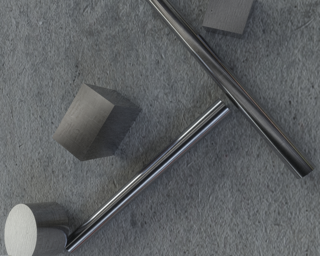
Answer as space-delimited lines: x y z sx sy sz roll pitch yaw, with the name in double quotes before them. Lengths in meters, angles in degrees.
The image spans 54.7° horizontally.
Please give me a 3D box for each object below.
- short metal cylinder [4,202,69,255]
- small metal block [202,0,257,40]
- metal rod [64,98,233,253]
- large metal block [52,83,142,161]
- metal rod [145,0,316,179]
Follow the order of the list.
"short metal cylinder" -0.177 0.148 0.444 0.080 0.050 0.080 -7 78 35
"small metal block" 0.085 -0.141 0.379 0.050 0.025 0.050 19 96 18
"metal rod" -0.025 0.072 0.416 0.299 0.025 0.025 -43 77 14
"large metal block" -0.079 -0.007 0.406 0.050 0.080 0.080 36 101 16
"metal rod" 0.076 -0.066 0.381 0.025 0.025 0.300 -41 78 15
